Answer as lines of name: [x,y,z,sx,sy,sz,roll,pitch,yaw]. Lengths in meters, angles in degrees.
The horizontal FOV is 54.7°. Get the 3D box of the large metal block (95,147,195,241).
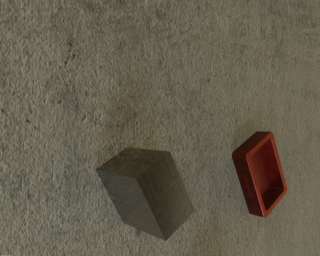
large metal block: [-0.017,0.071,0.356,0.050,0.080,0.080,-36,113,-34]

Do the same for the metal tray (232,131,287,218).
metal tray: [0.182,0.082,0.557,0.091,0.030,0.129,-33,111,-35]
